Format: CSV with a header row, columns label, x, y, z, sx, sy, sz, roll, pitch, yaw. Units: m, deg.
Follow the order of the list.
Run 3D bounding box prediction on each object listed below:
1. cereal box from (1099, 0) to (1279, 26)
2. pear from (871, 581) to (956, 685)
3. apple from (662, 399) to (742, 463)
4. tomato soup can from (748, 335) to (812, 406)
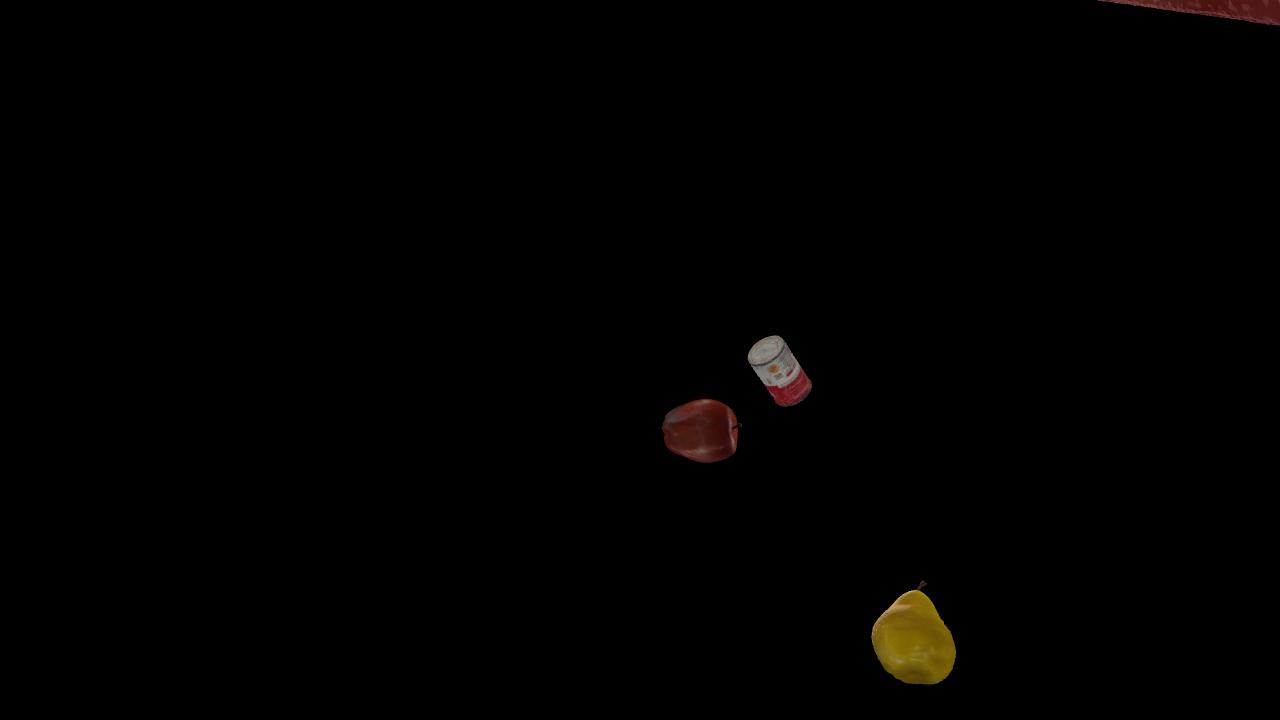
label,x,y,z,sx,sy,sz,roll,pitch,yaw
cereal box,0.341,-0.342,0.381,0.081,0.203,0.306,-14,38,-10
pear,0.290,0.282,0.658,0.080,0.080,0.111,0,38,16
apple,0.075,0.084,0.735,0.093,0.079,0.079,-6,-1,11
tomato soup can,0.227,0.018,1.001,0.068,0.068,0.101,0,-43,50
